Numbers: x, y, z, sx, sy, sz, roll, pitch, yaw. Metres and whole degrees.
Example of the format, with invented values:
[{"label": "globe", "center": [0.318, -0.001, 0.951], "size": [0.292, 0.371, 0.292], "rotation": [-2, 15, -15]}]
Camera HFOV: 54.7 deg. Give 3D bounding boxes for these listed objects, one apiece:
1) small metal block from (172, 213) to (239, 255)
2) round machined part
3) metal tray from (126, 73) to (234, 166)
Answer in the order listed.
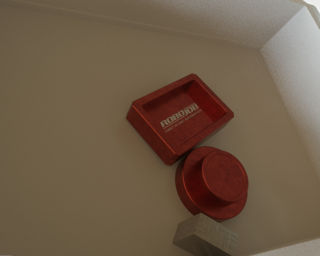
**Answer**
[{"label": "small metal block", "center": [0.050, 0.123, 0.343], "size": [0.050, 0.050, 0.025], "rotation": [32, 52, -8]}, {"label": "round machined part", "center": [0.073, 0.067, 0.395], "size": [0.099, 0.042, 0.098], "rotation": [14, 56, -21]}, {"label": "metal tray", "center": [0.031, -0.017, 0.425], "size": [0.131, 0.030, 0.090], "rotation": [-31, 73, -38]}]
